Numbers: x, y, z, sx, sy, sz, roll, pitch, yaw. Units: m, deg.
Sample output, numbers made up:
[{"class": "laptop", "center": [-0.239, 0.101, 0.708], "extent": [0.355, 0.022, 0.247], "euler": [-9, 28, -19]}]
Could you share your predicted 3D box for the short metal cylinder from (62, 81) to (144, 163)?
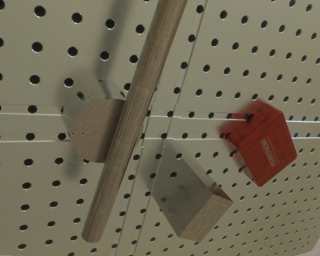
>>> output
[{"class": "short metal cylinder", "center": [-0.066, -0.007, 0.355], "extent": [0.081, 0.050, 0.079], "euler": [-14, 124, -21]}]

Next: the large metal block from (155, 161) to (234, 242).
[{"class": "large metal block", "center": [0.049, 0.111, 0.471], "extent": [0.050, 0.080, 0.080], "euler": [29, 102, -38]}]

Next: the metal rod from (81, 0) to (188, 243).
[{"class": "metal rod", "center": [-0.034, 0.002, 0.329], "extent": [0.025, 0.025, 0.298], "euler": [8, 115, -32]}]

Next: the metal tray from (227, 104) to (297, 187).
[{"class": "metal tray", "center": [0.177, 0.033, 0.525], "extent": [0.090, 0.030, 0.130], "euler": [-39, 129, -2]}]
